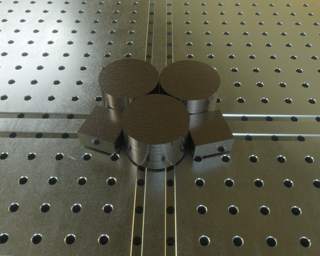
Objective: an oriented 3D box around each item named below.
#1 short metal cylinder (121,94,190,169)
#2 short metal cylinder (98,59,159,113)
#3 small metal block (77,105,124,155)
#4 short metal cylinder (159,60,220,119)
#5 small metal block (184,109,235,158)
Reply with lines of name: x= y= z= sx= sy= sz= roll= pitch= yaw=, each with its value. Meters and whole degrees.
short metal cylinder: x=-0.005 y=0.003 z=0.384 sx=0.081 sy=0.050 sz=0.080 roll=0 pitch=50 yaw=0
short metal cylinder: x=-0.041 y=-0.051 z=0.429 sx=0.081 sy=0.050 sz=0.080 roll=0 pitch=50 yaw=0
small metal block: x=-0.070 y=0.002 z=0.401 sx=0.050 sy=0.025 sz=0.050 roll=16 pitch=52 yaw=13
short metal cylinder: x=0.039 y=-0.049 z=0.428 sx=0.081 sy=0.050 sz=0.080 roll=0 pitch=50 yaw=0
small metal block: x=0.061 y=0.007 z=0.398 sx=0.050 sy=0.025 sz=0.050 roll=-11 pitch=51 yaw=-9
